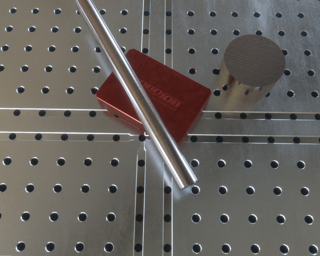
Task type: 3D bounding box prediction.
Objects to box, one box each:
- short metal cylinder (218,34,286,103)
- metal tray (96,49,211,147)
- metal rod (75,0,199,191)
[{"bbox_3d":[0.124,-0.081,0.430,0.081,0.050,0.080,0,70,-1],"label":"short metal cylinder"},{"bbox_3d":[-0.008,-0.041,0.424,0.130,0.030,0.090,30,72,10],"label":"metal tray"},{"bbox_3d":[-0.038,-0.058,0.399,0.025,0.025,0.299,-27,73,-10],"label":"metal rod"}]
